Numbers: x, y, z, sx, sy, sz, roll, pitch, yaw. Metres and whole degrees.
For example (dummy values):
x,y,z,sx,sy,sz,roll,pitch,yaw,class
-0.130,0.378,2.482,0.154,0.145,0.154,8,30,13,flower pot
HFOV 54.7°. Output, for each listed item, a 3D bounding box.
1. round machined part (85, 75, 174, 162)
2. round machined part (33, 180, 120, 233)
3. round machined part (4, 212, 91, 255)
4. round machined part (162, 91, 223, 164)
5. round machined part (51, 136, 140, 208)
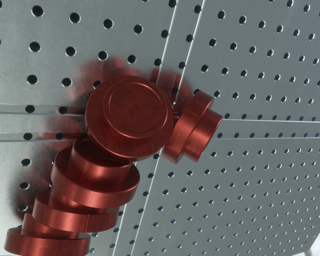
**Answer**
x,y,z,sx,sy,sz,roll,pitch,yaw,class
-0.030,-0.015,0.338,0.099,0.098,0.042,-13,165,-22,round machined part
-0.097,0.086,0.371,0.099,0.098,0.042,10,90,-33,round machined part
-0.135,0.129,0.384,0.099,0.098,0.042,16,74,-35,round machined part
0.046,0.005,0.395,0.098,0.042,0.098,-57,170,-15,round machined part
-0.069,0.043,0.354,0.099,0.098,0.042,7,114,-32,round machined part
